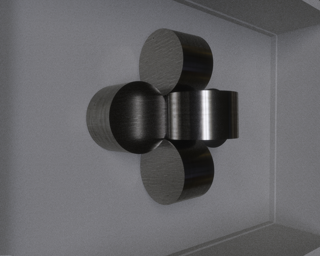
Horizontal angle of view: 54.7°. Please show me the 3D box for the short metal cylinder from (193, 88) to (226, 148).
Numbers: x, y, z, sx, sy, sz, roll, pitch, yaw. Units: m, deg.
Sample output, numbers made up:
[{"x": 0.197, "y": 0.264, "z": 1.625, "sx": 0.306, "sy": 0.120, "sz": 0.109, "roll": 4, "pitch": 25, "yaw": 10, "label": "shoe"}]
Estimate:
[{"x": 0.057, "y": -0.013, "z": 0.435, "sx": 0.081, "sy": 0.050, "sz": 0.080, "roll": 0, "pitch": 90, "yaw": -40, "label": "short metal cylinder"}]

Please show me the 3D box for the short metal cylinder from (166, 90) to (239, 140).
[{"x": 0.048, "y": -0.014, "z": 0.351, "sx": 0.081, "sy": 0.080, "sz": 0.050, "roll": -2, "pitch": 91, "yaw": -40, "label": "short metal cylinder"}]

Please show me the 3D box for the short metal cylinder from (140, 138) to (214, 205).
[{"x": 0.020, "y": 0.051, "z": 0.385, "sx": 0.050, "sy": 0.080, "sz": 0.079, "roll": -3, "pitch": 92, "yaw": -41, "label": "short metal cylinder"}]

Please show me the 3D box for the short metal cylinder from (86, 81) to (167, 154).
[{"x": -0.037, "y": -0.012, "z": 0.357, "sx": 0.081, "sy": 0.050, "sz": 0.080, "roll": 0, "pitch": 90, "yaw": -40, "label": "short metal cylinder"}]

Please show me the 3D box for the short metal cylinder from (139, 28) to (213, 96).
[{"x": 0.018, "y": -0.078, "z": 0.383, "sx": 0.050, "sy": 0.080, "sz": 0.079, "roll": -3, "pitch": 92, "yaw": -41, "label": "short metal cylinder"}]
